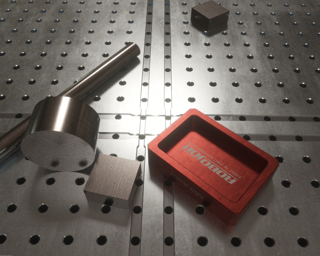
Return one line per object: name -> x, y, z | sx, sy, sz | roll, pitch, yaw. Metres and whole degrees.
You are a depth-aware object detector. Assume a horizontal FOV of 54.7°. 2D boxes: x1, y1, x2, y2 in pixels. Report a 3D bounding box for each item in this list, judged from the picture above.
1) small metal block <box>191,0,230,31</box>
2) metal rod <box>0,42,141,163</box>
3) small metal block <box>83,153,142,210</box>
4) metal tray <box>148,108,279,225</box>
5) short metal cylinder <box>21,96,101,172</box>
small metal block -> 0.095, -0.215, 0.590 | 0.050, 0.025, 0.050 | -29, 56, -22
metal rod -> -0.132, -0.040, 0.439 | 0.025, 0.025, 0.301 | 30, 56, 22
small metal block -> -0.053, 0.061, 0.356 | 0.050, 0.025, 0.050 | 11, 51, 8
metal tray -> 0.061, 0.039, 0.371 | 0.130, 0.030, 0.090 | 35, 58, 25
short metal cylinder -> -0.114, 0.009, 0.363 | 0.081, 0.080, 0.050 | 0, 50, 0
